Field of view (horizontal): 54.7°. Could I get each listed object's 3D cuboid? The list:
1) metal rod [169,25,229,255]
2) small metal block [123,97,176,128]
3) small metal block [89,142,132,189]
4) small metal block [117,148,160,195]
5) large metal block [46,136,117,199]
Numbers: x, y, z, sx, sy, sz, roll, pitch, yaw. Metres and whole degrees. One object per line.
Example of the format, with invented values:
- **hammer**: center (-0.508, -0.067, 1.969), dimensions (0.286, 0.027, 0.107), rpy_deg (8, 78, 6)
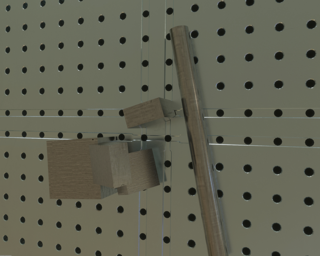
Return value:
- **metal rod**: center (0.049, 0.018, 0.394), dimensions (0.025, 0.025, 0.298), rpy_deg (-11, 86, 19)
- **small metal block**: center (-0.012, -0.018, 0.403), dimensions (0.050, 0.050, 0.025), rpy_deg (-17, 85, 19)
- **small metal block**: center (-0.062, 0.044, 0.380), dimensions (0.050, 0.025, 0.050), rpy_deg (-2, 95, 51)
- **small metal block**: center (-0.032, 0.057, 0.407), dimensions (0.025, 0.050, 0.050), rpy_deg (-18, 83, 51)
- **large metal block**: center (-0.107, 0.055, 0.436), dimensions (0.080, 0.050, 0.079), rpy_deg (-4, 89, 19)
